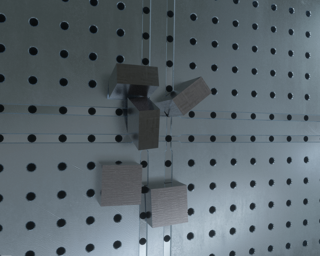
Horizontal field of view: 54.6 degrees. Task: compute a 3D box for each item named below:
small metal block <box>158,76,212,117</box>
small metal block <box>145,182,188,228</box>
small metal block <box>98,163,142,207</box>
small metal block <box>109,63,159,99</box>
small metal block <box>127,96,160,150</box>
[{"bbox_3d":[0.032,-0.040,0.411,0.050,0.050,0.025,-39,103,-16],"label":"small metal block"},{"bbox_3d":[0.009,0.102,0.416,0.050,0.025,0.050,-3,91,-20],"label":"small metal block"},{"bbox_3d":[-0.051,0.071,0.394,0.050,0.025,0.050,2,89,-20],"label":"small metal block"},{"bbox_3d":[-0.034,-0.056,0.384,0.050,0.050,0.025,1,75,-20],"label":"small metal block"},{"bbox_3d":[-0.021,-0.007,0.383,0.025,0.050,0.050,-6,115,-20],"label":"small metal block"}]
